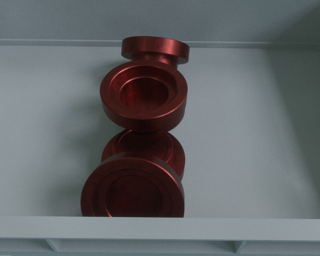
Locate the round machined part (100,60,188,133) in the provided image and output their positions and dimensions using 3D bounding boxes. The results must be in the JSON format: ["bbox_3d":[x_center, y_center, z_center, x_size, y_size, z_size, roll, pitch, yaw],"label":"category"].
[{"bbox_3d":[-0.018,-0.033,0.364,0.099,0.042,0.098,0,50,0],"label":"round machined part"}]

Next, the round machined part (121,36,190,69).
[{"bbox_3d":[-0.008,-0.101,0.453,0.099,0.098,0.042,5,93,4],"label":"round machined part"}]

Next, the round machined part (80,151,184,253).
[{"bbox_3d":[-0.025,0.070,0.310,0.099,0.097,0.042,5,13,3],"label":"round machined part"}]

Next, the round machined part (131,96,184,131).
[{"bbox_3d":[-0.014,-0.041,0.426,0.099,0.042,0.098,0,50,0],"label":"round machined part"}]

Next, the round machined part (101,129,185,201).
[{"bbox_3d":[-0.020,0.034,0.362,0.099,0.042,0.098,0,50,0],"label":"round machined part"}]
